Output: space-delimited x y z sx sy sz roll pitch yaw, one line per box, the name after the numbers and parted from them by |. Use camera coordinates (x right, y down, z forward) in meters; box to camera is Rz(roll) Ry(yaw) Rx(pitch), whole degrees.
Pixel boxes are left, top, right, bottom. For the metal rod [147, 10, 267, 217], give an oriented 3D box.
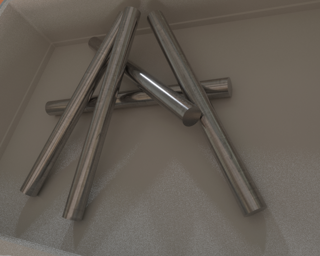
0.044 -0.039 0.377 0.025 0.025 0.299 -28 61 10 | metal rod

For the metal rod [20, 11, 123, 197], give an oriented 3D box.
-0.121 -0.038 0.459 0.025 0.025 0.299 24 84 36 | metal rod

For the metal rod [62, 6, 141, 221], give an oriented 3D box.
-0.076 -0.027 0.421 0.025 0.025 0.299 8 77 31 | metal rod

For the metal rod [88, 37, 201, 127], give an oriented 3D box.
-0.041 -0.083 0.451 0.025 0.025 0.300 -45 44 -3 | metal rod

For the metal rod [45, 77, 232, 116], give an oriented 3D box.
-0.047 -0.042 0.454 0.301 0.025 0.025 -4 60 25 | metal rod
